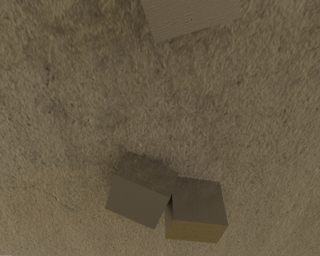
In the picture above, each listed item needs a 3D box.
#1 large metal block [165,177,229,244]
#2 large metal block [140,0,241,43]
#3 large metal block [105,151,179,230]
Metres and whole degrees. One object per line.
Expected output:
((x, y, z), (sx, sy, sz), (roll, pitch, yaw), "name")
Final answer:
((0.052, 0.125, 0.479), (0.081, 0.080, 0.050), (9, 130, -8), "large metal block")
((0.022, -0.134, 0.277), (0.080, 0.050, 0.080), (-14, 129, 11), "large metal block")
((-0.027, 0.093, 0.455), (0.080, 0.050, 0.079), (23, 128, 3), "large metal block")
